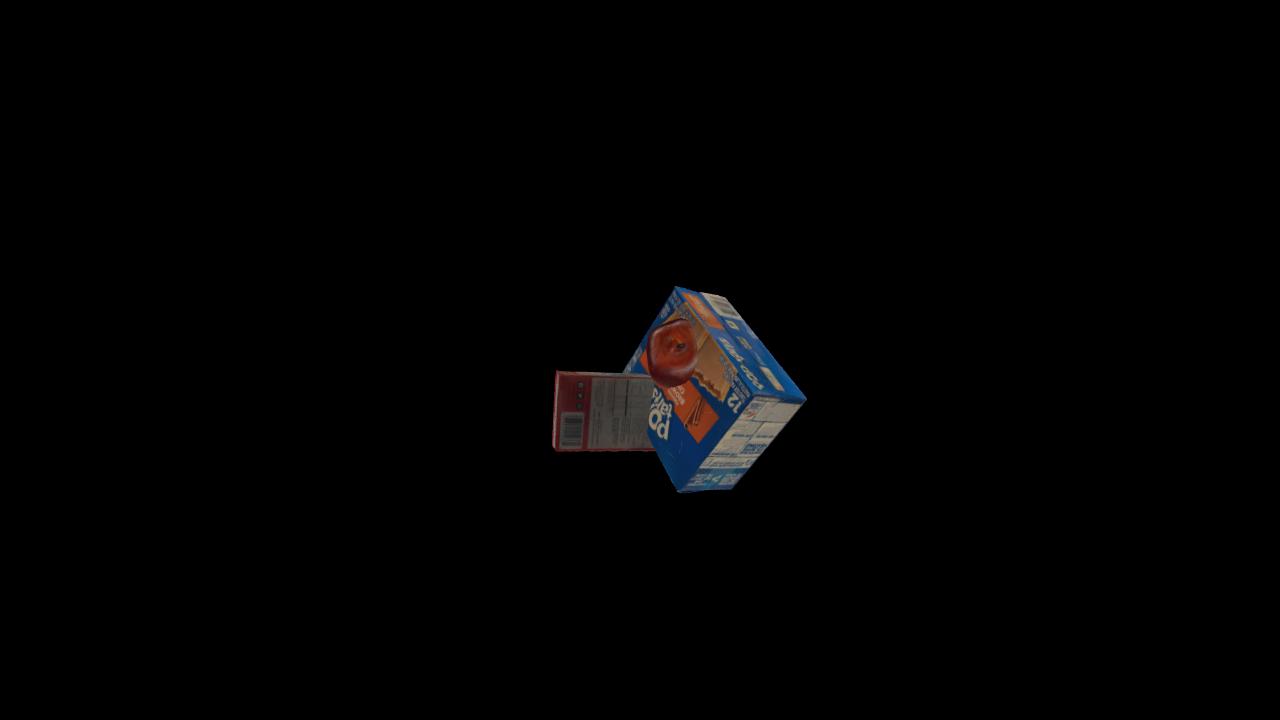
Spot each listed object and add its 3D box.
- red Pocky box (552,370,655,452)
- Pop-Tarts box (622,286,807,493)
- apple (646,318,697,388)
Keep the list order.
[{"bbox_3d":[-0.016,0.056,0.661,0.155,0.083,0.028,3,6,-18],"label":"red Pocky box"},{"bbox_3d":[0.067,0.030,0.653,0.083,0.141,0.167,8,37,-36],"label":"Pop-Tarts box"},{"bbox_3d":[0.045,-0.003,0.648,0.079,0.079,0.093,0,-15,10],"label":"apple"}]
